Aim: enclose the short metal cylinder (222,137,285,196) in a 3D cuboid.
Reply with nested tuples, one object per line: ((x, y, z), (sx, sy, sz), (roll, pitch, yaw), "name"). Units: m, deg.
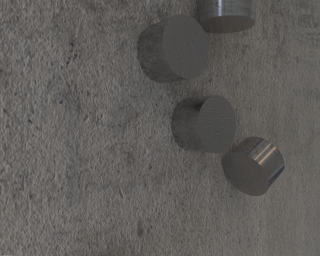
((0.148, 0.060, 0.493), (0.050, 0.080, 0.080), (-35, 112, -34), "short metal cylinder")

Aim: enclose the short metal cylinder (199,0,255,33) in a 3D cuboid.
((0.097, -0.174, 0.449), (0.081, 0.080, 0.050), (0, 90, -40), "short metal cylinder")

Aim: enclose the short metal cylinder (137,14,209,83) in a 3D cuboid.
((0.017, -0.101, 0.403), (0.081, 0.050, 0.080), (0, 90, -40), "short metal cylinder")

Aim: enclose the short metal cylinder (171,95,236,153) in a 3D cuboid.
((0.063, -0.005, 0.441), (0.081, 0.050, 0.080), (0, 90, -40), "short metal cylinder")
